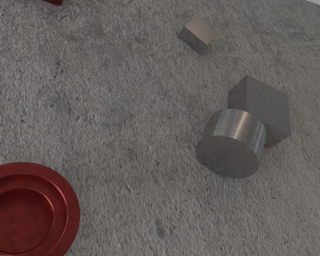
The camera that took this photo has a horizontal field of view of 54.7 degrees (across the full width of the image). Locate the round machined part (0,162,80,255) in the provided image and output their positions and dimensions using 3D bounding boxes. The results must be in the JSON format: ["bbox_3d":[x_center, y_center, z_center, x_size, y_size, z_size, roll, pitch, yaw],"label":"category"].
[{"bbox_3d":[-0.125,0.083,0.275,0.099,0.042,0.098,14,56,-21],"label":"round machined part"}]

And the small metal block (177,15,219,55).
[{"bbox_3d":[0.067,-0.162,0.538,0.050,0.025,0.050,40,51,-1],"label":"small metal block"}]

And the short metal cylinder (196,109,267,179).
[{"bbox_3d":[0.094,0.021,0.406,0.080,0.080,0.050,34,51,-6],"label":"short metal cylinder"}]

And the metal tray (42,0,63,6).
[{"bbox_3d":[-0.196,-0.235,0.439,0.131,0.030,0.090,15,56,-20],"label":"metal tray"}]

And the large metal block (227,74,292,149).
[{"bbox_3d":[0.153,-0.025,0.485,0.080,0.050,0.080,23,53,-15],"label":"large metal block"}]
